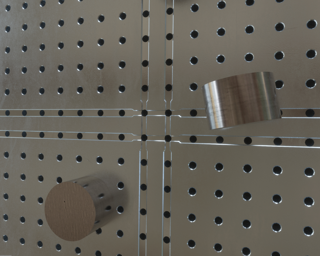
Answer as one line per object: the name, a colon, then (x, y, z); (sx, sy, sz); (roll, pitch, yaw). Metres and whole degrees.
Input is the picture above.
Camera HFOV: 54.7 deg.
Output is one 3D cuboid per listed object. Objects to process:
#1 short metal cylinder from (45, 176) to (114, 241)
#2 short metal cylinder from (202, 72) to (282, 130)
short metal cylinder: (-0.113, 0.112, 0.438); (0.080, 0.050, 0.079); (0, 90, 19)
short metal cylinder: (0.091, -0.028, 0.351); (0.080, 0.080, 0.050); (-10, 87, 19)
